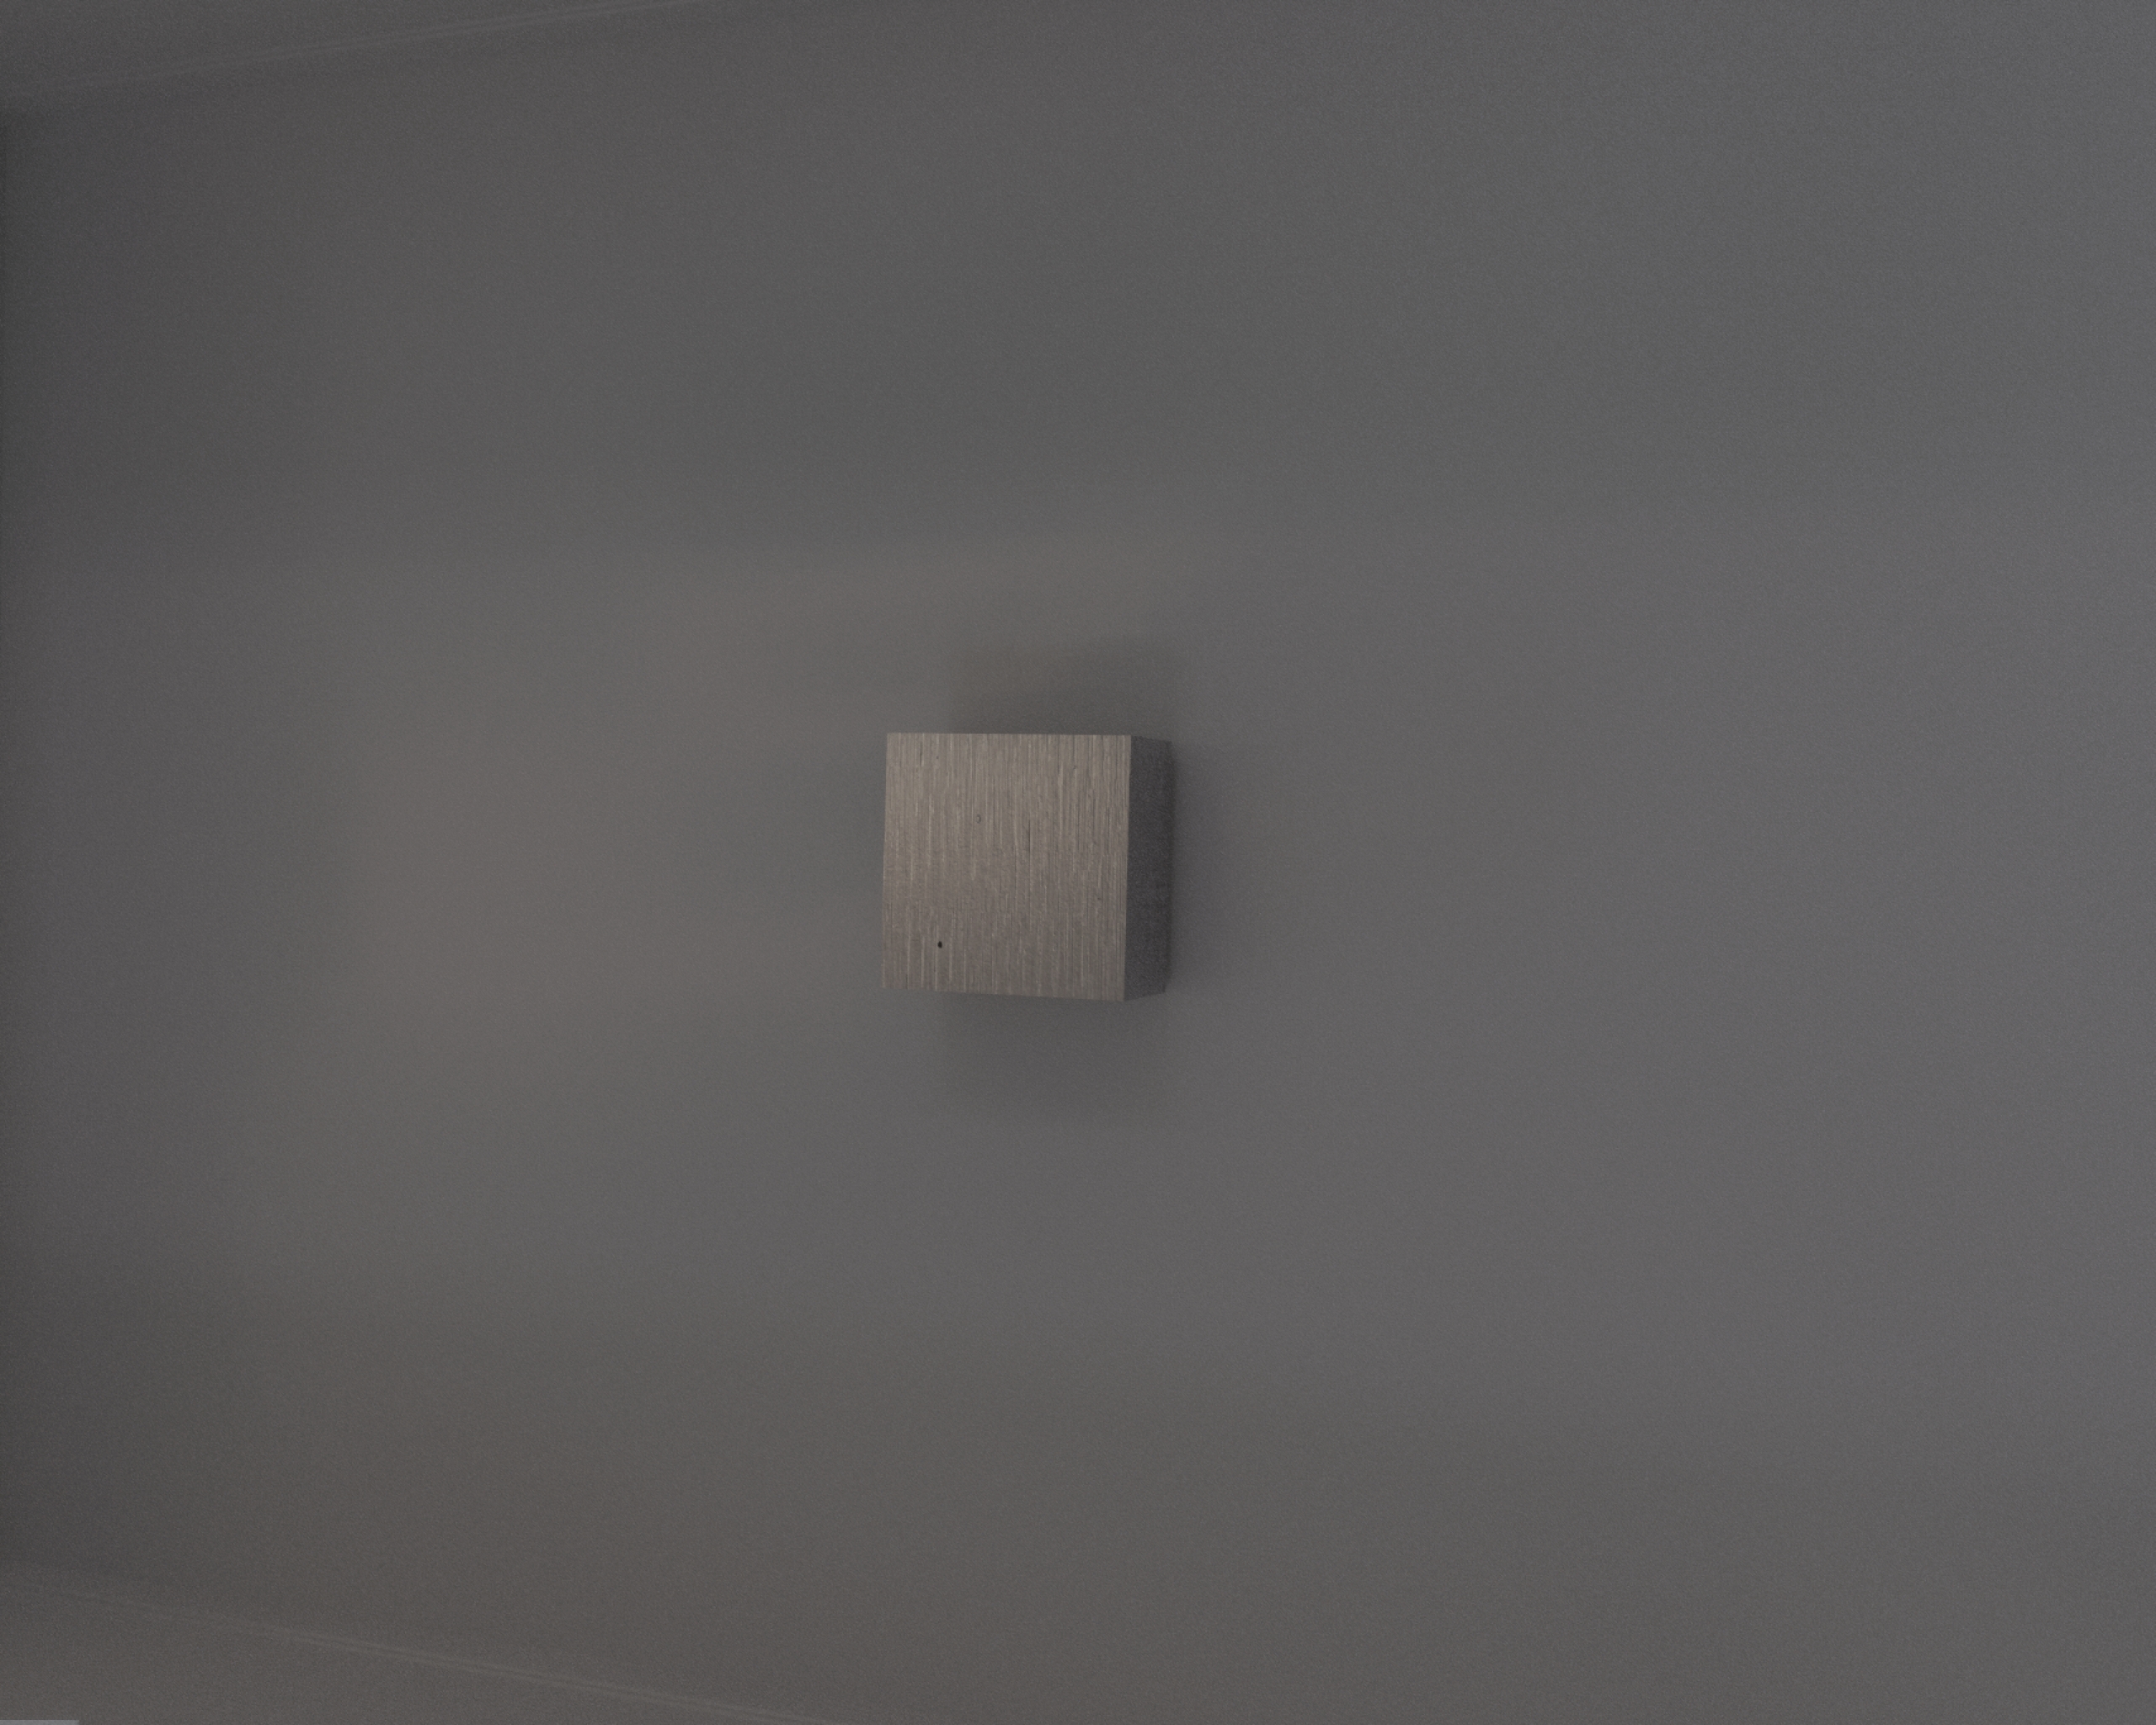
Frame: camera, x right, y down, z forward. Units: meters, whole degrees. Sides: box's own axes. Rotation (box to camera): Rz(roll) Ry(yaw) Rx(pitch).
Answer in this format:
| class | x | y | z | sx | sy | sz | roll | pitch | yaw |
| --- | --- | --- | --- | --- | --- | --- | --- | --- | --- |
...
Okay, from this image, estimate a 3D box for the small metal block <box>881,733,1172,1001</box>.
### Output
| class | x | y | z | sx | sy | sz | roll | pitch | yaw |
| --- | --- | --- | --- | --- | --- | --- | --- | --- | --- |
| small metal block | -0.010 | 0.000 | 0.410 | 0.050 | 0.025 | 0.050 | 2 | 91 | 20 |
